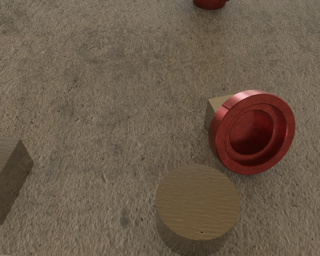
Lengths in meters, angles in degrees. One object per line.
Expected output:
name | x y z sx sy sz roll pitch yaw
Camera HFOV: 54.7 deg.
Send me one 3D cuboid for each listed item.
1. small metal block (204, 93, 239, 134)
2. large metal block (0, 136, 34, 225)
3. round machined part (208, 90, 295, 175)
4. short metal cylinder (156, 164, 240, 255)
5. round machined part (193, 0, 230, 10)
small metal block | 0.087 -0.016 0.401 0.050 0.050 0.025 -12 51 -10
large metal block | -0.201 0.053 0.340 0.080 0.050 0.080 7 50 6
round machined part | 0.103 0.002 0.364 0.099 0.097 0.042 -12 22 -11
short metal cylinder | 0.036 0.084 0.317 0.081 0.050 0.080 0 50 0
round machined part | 0.102 -0.274 0.624 0.099 0.042 0.098 0 50 0
